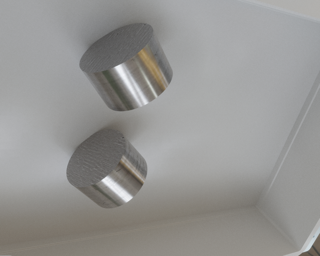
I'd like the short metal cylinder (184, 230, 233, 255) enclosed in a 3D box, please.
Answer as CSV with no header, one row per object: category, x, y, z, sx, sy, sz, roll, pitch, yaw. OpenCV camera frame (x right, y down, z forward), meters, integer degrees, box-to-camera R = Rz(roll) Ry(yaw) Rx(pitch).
short metal cylinder,0.088,0.238,0.573,0.081,0.080,0.050,1,118,-30

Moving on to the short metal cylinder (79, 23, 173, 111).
short metal cylinder,-0.033,-0.063,0.317,0.080,0.080,0.050,-35,129,-6

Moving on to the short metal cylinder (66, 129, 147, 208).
short metal cylinder,-0.062,0.048,0.370,0.080,0.080,0.050,-38,130,-3

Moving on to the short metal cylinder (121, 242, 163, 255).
short metal cylinder,-0.028,0.245,0.533,0.081,0.050,0.079,-14,124,-21
